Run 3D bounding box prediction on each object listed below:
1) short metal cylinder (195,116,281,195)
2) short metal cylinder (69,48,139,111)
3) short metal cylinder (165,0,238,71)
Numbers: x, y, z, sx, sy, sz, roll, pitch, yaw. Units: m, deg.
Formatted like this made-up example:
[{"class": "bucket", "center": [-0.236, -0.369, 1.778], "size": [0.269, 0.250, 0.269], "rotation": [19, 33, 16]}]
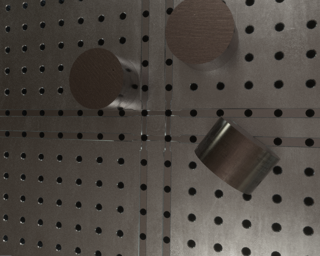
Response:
[{"class": "short metal cylinder", "center": [0.087, 0.030, 0.352], "size": [0.080, 0.080, 0.050], "rotation": [39, 102, 15]}, {"class": "short metal cylinder", "center": [-0.075, -0.064, 0.425], "size": [0.080, 0.050, 0.079], "rotation": [0, 90, 19]}, {"class": "short metal cylinder", "center": [0.053, -0.113, 0.380], "size": [0.080, 0.050, 0.079], "rotation": [0, 90, 19]}]
